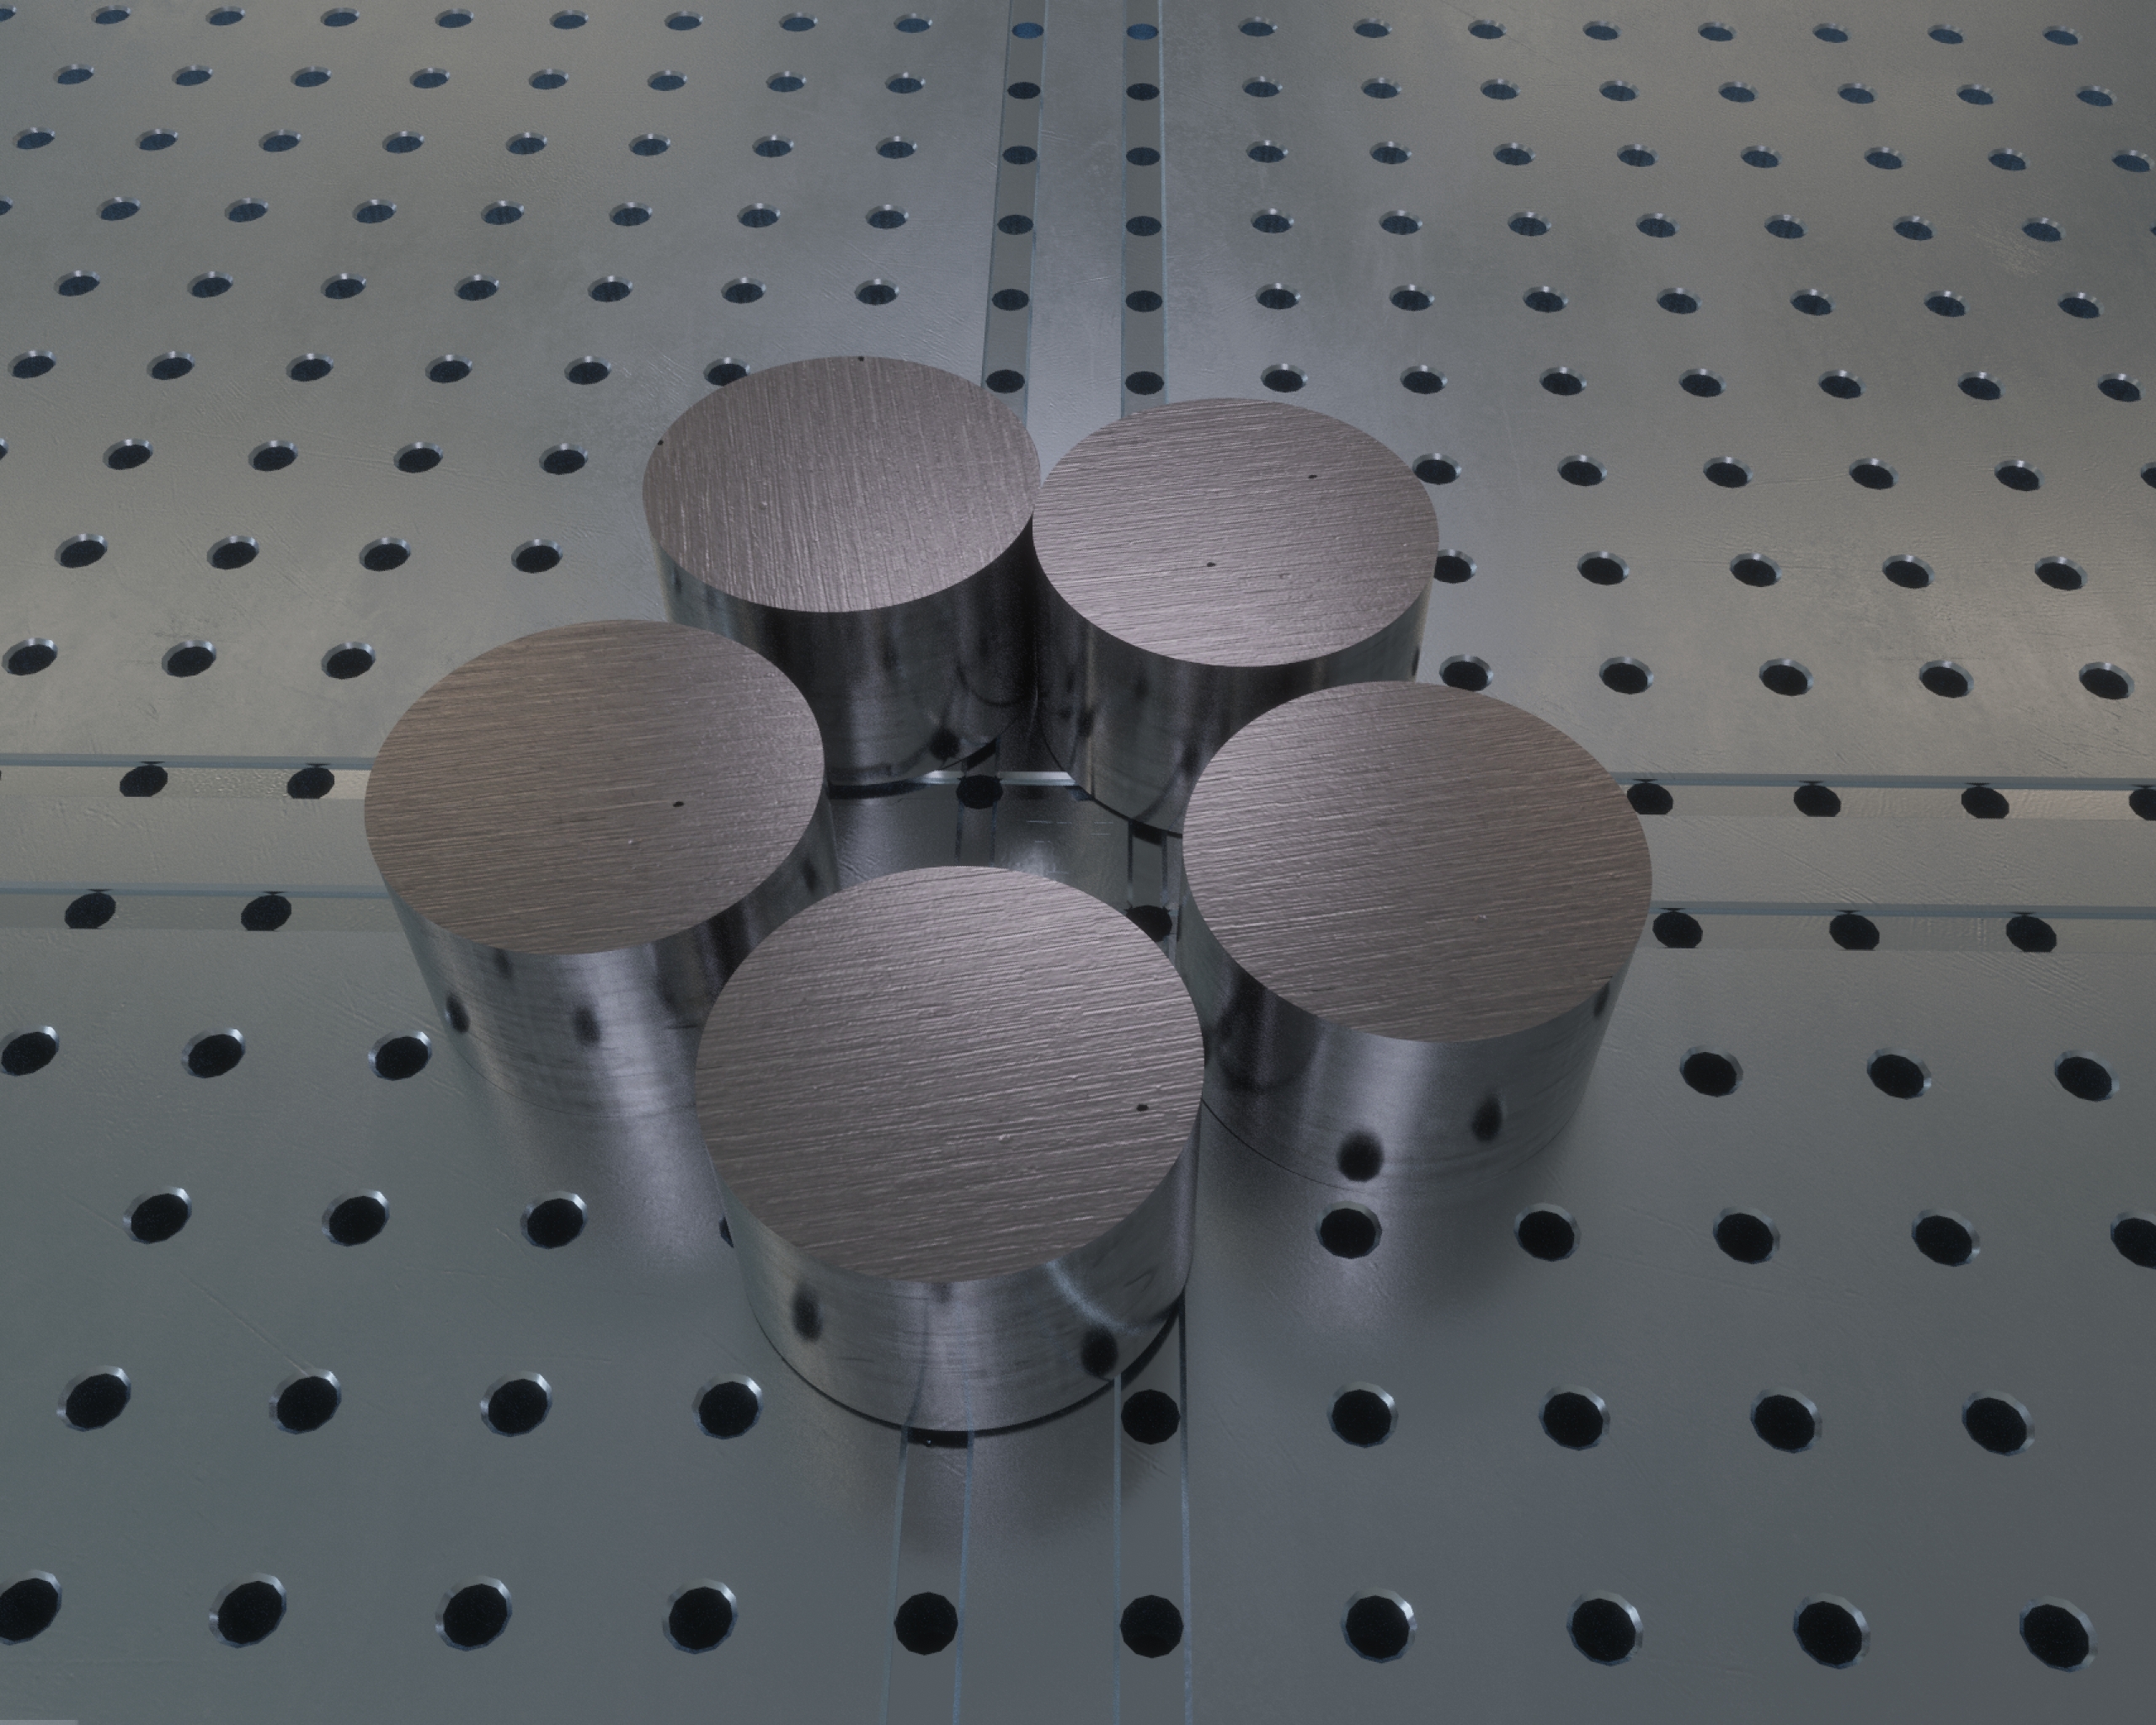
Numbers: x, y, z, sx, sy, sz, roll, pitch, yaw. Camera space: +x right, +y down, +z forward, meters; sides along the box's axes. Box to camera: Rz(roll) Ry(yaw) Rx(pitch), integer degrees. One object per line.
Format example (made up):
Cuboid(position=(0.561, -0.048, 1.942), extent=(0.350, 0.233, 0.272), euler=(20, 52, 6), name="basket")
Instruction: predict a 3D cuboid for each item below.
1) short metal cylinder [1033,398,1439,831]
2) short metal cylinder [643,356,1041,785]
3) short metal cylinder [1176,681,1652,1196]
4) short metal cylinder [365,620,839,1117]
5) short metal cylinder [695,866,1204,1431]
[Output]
Cuboid(position=(0.031, -0.051, 0.433), extent=(0.081, 0.050, 0.080), euler=(0, 50, 0), name="short metal cylinder")
Cuboid(position=(-0.048, -0.063, 0.443), extent=(0.081, 0.050, 0.080), euler=(0, 50, 0), name="short metal cylinder")
Cuboid(position=(0.058, 0.013, 0.379), extent=(0.081, 0.050, 0.080), euler=(0, 51, 0), name="short metal cylinder")
Cuboid(position=(-0.086, 0.000, 0.390), extent=(0.081, 0.050, 0.080), euler=(0, 50, 0), name="short metal cylinder")
Cuboid(position=(-0.020, 0.047, 0.350), extent=(0.080, 0.050, 0.080), euler=(0, 50, 1), name="short metal cylinder")
